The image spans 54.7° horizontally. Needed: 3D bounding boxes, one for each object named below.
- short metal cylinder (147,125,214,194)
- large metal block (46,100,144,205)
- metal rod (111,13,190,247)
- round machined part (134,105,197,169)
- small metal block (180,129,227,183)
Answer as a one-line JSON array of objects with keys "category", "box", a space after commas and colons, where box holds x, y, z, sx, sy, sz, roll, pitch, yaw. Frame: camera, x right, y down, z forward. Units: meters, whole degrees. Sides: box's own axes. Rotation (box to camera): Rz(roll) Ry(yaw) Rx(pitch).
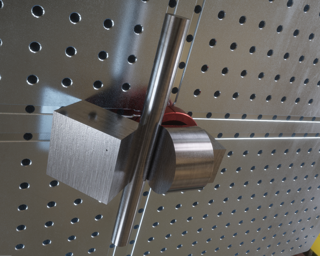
[{"category": "short metal cylinder", "box": [0.019, 0.036, 0.371, 0.050, 0.080, 0.079, 1, 118, -29]}, {"category": "large metal block", "box": [-0.073, 0.024, 0.344, 0.050, 0.080, 0.079, -39, 148, -61]}, {"category": "metal rod", "box": [-0.019, 0.022, 0.362, 0.025, 0.025, 0.298, 1, 118, -29]}, {"category": "round machined part", "box": [-0.001, 0.014, 0.408, 0.099, 0.042, 0.097, -14, 125, -21]}, {"category": "small metal block", "box": [0.052, 0.035, 0.392, 0.025, 0.050, 0.050, 1, 118, -30]}]
